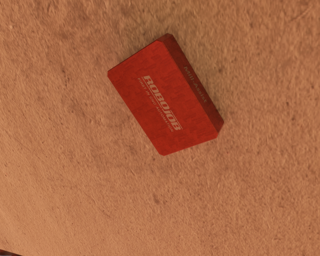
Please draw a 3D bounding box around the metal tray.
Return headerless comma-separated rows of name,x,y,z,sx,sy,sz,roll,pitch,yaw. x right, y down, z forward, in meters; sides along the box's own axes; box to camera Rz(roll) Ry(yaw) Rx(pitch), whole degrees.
metal tray,0.007,-0.035,0.377,0.090,0.030,0.130,-23,106,36
